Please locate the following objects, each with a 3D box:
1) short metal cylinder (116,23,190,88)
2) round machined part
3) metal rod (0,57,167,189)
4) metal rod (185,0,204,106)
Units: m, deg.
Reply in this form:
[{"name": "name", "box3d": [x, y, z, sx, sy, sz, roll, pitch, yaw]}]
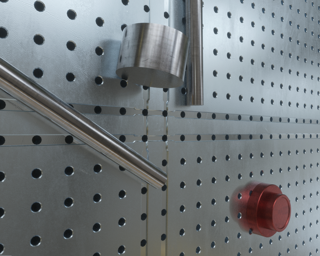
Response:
[{"name": "short metal cylinder", "box3d": [-0.008, -0.083, 0.368, 0.081, 0.080, 0.050, 14, 81, -40]}, {"name": "round machined part", "box3d": [0.208, 0.154, 0.577, 0.099, 0.042, 0.097, 0, 90, -40]}, {"name": "metal rod", "box3d": [-0.097, -0.010, 0.328, 0.301, 0.025, 0.025, 39, 66, -33]}, {"name": "metal rod", "box3d": [0.049, -0.182, 0.452, 0.025, 0.025, 0.298, -2, 91, -40]}]
